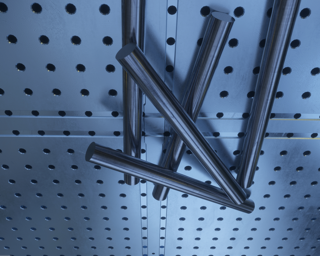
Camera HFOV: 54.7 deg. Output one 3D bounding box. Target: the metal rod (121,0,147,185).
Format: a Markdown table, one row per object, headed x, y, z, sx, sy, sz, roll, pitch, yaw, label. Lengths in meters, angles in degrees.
| x | y | z | sx | sy | sz | roll | pitch | yaw | label |
| --- | --- | --- | --- | --- | --- | --- | --- | --- | --- |
| -0.033 | -0.034 | 0.381 | 0.025 | 0.025 | 0.298 | 3 | 130 | -3 | metal rod |

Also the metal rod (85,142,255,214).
| x | y | z | sx | sy | sz | roll | pitch | yaw | label |
| --- | --- | --- | --- | --- | --- | --- | --- | --- | --- |
| 0.034 | 0.081 | 0.451 | 0.302 | 0.025 | 0.025 | 24 | 127 | -31 | metal rod |

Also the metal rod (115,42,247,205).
| x | y | z | sx | sy | sz | roll | pitch | yaw | label |
| --- | --- | --- | --- | --- | --- | --- | --- | --- | --- |
| 0.045 | 0.016 | 0.392 | 0.025 | 0.025 | 0.300 | -25 | 129 | 19 | metal rod |

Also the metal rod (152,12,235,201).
| x | y | z | sx | sy | sz | roll | pitch | yaw | label |
| --- | --- | --- | --- | --- | --- | --- | --- | --- | --- |
| 0.032 | -0.003 | 0.409 | 0.025 | 0.025 | 0.298 | 9 | 130 | -8 | metal rod |

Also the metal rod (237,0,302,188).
| x | y | z | sx | sy | sz | roll | pitch | yaw | label |
| --- | --- | --- | --- | --- | --- | --- | --- | --- | --- |
| 0.129 | -0.029 | 0.389 | 0.025 | 0.025 | 0.298 | -1 | 130 | 0 | metal rod |
